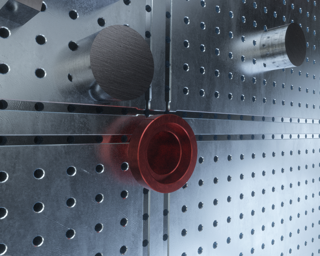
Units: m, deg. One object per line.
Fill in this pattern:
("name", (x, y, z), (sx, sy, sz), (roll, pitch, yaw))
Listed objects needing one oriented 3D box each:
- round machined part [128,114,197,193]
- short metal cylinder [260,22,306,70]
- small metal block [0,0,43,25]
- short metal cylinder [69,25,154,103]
("round machined part", (-0.001, 0.031, 0.397), (0.099, 0.042, 0.097), (0, 90, -40))
("short metal cylinder", (0.234, -0.154, 0.588), (0.081, 0.050, 0.080), (0, 91, -40))
("small metal block", (-0.126, -0.129, 0.286), (0.025, 0.050, 0.050), (16, 80, -39))
("short metal cylinder", (-0.054, -0.069, 0.348), (0.081, 0.050, 0.080), (0, 90, -40))
